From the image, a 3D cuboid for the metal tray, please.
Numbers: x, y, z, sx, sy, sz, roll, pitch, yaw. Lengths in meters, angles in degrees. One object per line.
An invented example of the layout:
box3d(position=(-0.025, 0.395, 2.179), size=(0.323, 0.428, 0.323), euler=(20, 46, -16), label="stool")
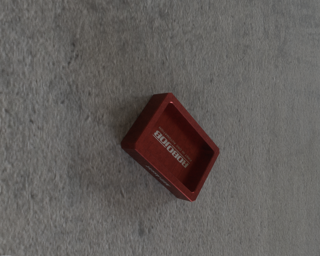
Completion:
box3d(position=(0.020, 0.027, 0.416), size=(0.130, 0.030, 0.090), euler=(47, 62, -30), label="metal tray")
